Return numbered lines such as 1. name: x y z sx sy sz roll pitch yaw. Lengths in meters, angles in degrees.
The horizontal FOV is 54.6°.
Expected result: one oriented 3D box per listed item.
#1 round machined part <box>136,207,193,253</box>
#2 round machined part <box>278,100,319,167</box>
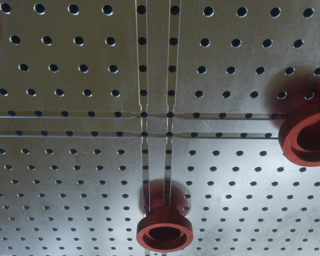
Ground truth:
1. round machined part: 0.008 0.178 0.551 0.099 0.042 0.097 0 130 0
2. round machined part: 0.204 0.003 0.404 0.099 0.042 0.097 0 130 0
